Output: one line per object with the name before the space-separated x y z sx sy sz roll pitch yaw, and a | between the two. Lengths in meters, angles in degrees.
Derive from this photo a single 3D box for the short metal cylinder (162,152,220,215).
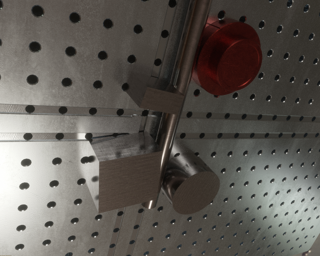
short metal cylinder | 0.043 0.084 0.473 0.081 0.050 0.079 -14 125 -21

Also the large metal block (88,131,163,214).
large metal block | -0.047 0.056 0.405 0.081 0.050 0.079 -8 122 -25

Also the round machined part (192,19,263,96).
round machined part | 0.091 -0.086 0.399 0.099 0.042 0.097 -14 125 -21

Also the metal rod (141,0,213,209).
metal rod | 0.015 -0.016 0.411 0.025 0.025 0.298 -1 119 -28

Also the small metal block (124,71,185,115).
small metal block | -0.007 -0.042 0.367 0.050 0.050 0.025 9 114 -32
